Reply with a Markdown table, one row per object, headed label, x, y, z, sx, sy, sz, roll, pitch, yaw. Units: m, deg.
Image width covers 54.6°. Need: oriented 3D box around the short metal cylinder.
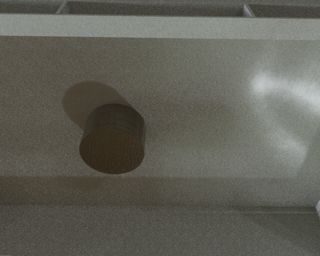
| label | x | y | z | sx | sy | sz | roll | pitch | yaw |
| --- | --- | --- | --- | --- | --- | --- | --- | --- | --- |
| short metal cylinder | -0.060 | 0.015 | 0.405 | 0.080 | 0.050 | 0.080 | 0 | 130 | 0 |
